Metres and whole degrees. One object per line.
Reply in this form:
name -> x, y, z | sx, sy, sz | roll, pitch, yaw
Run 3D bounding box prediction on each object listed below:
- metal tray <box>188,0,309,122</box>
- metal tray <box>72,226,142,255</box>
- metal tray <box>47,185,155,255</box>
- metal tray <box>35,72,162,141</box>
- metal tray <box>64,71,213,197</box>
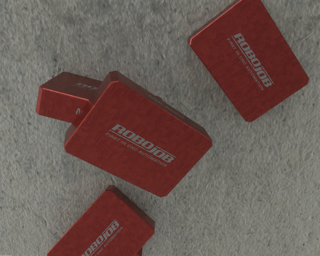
metal tray -> 0.107, -0.083, 0.378 | 0.090, 0.030, 0.130 | -36, 107, 12
metal tray -> -0.103, 0.201, 0.480 | 0.130, 0.030, 0.090 | -40, 106, 13
metal tray -> -0.081, 0.158, 0.439 | 0.090, 0.030, 0.130 | 42, 92, 0
metal tray -> -0.064, -0.027, 0.364 | 0.131, 0.090, 0.030 | 14, 110, -6
metal tray -> -0.021, 0.012, 0.329 | 0.131, 0.030, 0.090 | 31, 108, -26
